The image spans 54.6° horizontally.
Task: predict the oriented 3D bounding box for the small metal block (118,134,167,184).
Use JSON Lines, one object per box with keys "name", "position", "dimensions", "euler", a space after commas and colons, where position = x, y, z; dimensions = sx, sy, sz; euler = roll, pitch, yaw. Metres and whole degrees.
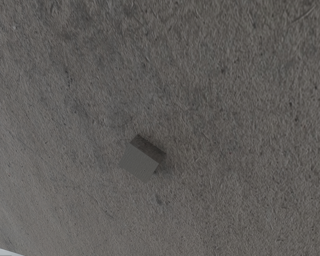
{"name": "small metal block", "position": [-0.026, 0.045, 0.449], "dimensions": [0.050, 0.025, 0.050], "euler": [34, 129, 5]}
